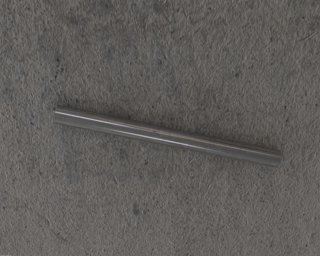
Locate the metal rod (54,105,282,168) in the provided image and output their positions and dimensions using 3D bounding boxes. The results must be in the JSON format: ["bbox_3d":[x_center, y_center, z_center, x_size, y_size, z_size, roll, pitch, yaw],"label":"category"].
[{"bbox_3d":[0.014,0.012,0.414,0.302,0.025,0.025,12,110,-5],"label":"metal rod"}]
